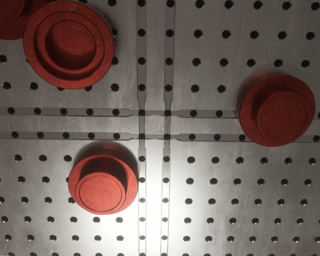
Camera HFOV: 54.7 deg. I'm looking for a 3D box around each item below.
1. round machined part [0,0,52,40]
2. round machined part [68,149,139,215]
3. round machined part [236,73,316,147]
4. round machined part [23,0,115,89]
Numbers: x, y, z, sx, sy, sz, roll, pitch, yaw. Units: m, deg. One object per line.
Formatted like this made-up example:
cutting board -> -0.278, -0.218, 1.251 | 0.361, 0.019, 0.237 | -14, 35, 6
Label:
round machined part -> -0.177, -0.149, 0.347 | 0.099, 0.042, 0.097 | 0, 110, -1
round machined part -> -0.080, 0.082, 0.433 | 0.099, 0.042, 0.097 | 0, 110, -1
round machined part -> 0.152, -0.020, 0.399 | 0.099, 0.042, 0.097 | 0, 110, -1
round machined part -> -0.103, -0.098, 0.363 | 0.099, 0.042, 0.097 | -3, 114, -6
